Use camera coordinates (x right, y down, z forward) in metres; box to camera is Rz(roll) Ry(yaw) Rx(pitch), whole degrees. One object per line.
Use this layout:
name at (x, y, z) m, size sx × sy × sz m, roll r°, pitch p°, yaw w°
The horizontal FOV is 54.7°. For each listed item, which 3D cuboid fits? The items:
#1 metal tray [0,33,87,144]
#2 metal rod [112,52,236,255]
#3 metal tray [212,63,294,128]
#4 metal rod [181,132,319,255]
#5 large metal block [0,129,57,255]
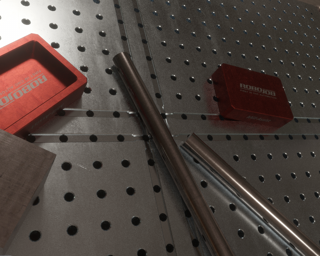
metal tray at (-0.159, -0.044, 0.346) m, size 0.090 × 0.030 × 0.131 m, roll 42°, pitch 51°, yaw 0°
metal rod at (0.011, 0.027, 0.398) m, size 0.025 × 0.025 × 0.299 m, roll -16°, pitch 70°, yaw -35°
metal tray at (0.157, -0.054, 0.525) m, size 0.131 × 0.030 × 0.090 m, roll 8°, pitch 58°, yaw -24°
metal rod at (0.148, 0.116, 0.419) m, size 0.300 × 0.025 × 0.025 m, roll 42°, pitch 51°, yaw 0°
large metal block at (-0.136, 0.060, 0.263) m, size 0.050 × 0.080 × 0.080 m, roll 28°, pitch 52°, yaw -12°
